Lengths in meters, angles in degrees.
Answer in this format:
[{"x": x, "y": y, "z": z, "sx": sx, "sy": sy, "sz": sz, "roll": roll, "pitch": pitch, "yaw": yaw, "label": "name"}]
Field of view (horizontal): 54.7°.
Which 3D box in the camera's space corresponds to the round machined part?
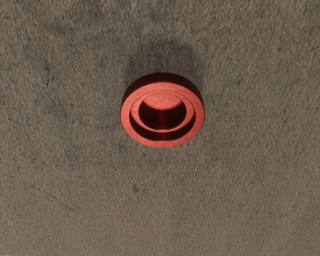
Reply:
[{"x": 0.003, "y": -0.025, "z": 0.375, "sx": 0.099, "sy": 0.042, "sz": 0.097, "roll": -1, "pitch": 130, "yaw": 0, "label": "round machined part"}]
